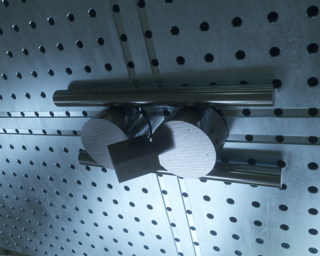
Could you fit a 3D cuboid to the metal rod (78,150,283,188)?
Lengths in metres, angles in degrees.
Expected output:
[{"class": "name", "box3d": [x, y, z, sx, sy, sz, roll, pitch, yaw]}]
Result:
[{"class": "metal rod", "box3d": [0.010, 0.053, 0.434, 0.301, 0.025, 0.025, 2, 120, 27]}]

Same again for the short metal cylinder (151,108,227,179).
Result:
[{"class": "short metal cylinder", "box3d": [0.036, 0.015, 0.381, 0.080, 0.050, 0.079, 13, 124, 21]}]

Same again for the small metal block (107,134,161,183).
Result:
[{"class": "small metal block", "box3d": [-0.032, 0.035, 0.369, 0.050, 0.050, 0.025, -16, 116, -12]}]

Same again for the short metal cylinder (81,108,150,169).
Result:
[{"class": "short metal cylinder", "box3d": [-0.061, 0.011, 0.429, 0.080, 0.050, 0.079, 13, 124, 21]}]

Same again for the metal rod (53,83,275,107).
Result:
[{"class": "metal rod", "box3d": [-0.015, -0.039, 0.390, 0.301, 0.025, 0.025, 2, 119, 27]}]
